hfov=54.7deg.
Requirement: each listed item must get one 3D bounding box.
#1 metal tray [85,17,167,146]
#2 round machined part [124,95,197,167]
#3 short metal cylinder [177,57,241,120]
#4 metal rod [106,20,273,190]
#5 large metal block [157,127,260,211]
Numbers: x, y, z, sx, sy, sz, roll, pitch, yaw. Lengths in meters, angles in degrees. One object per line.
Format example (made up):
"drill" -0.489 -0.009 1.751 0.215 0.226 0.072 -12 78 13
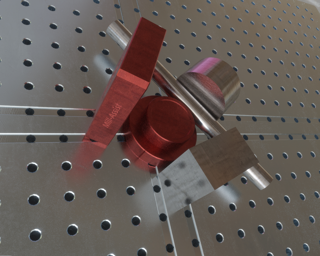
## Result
"metal tray" -0.041 -0.047 0.349 0.030 0.129 0.090 25 53 -14
"round machined part" 0.006 -0.002 0.403 0.099 0.042 0.098 14 56 -21
"short metal cylinder" 0.067 -0.054 0.442 0.080 0.080 0.050 45 51 2
"metal rod" 0.038 -0.033 0.423 0.300 0.025 0.025 46 51 4
"large metal block" 0.057 0.049 0.375 0.081 0.080 0.050 -21 73 -36
